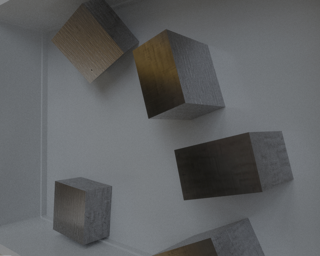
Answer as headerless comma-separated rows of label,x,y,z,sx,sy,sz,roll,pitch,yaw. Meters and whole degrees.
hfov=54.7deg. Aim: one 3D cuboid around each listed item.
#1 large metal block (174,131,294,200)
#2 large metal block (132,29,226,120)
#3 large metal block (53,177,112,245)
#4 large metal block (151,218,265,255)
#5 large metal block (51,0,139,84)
large metal block,0.074,0.037,0.310,0.080,0.081,0.050,-17,79,39
large metal block,0.023,-0.055,0.352,0.050,0.081,0.080,-22,76,38
large metal block,-0.124,0.128,0.493,0.080,0.050,0.079,6,94,40
large metal block,0.053,0.139,0.327,0.080,0.081,0.050,-33,70,35
large metal block,-0.092,-0.124,0.443,0.080,0.050,0.080,-32,105,35
